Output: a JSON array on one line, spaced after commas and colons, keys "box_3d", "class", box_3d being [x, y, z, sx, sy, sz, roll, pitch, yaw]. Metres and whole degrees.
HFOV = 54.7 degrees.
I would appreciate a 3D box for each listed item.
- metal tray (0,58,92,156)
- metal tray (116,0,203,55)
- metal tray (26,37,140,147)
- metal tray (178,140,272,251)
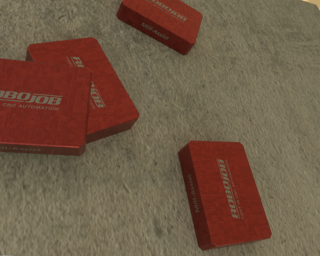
[{"box_3d": [-0.139, -0.022, 0.313, 0.131, 0.030, 0.090, 4, 67, -11], "class": "metal tray"}, {"box_3d": [0.003, -0.188, 0.519, 0.131, 0.030, 0.090, 26, 52, -12], "class": "metal tray"}, {"box_3d": [-0.095, -0.048, 0.380, 0.091, 0.030, 0.130, -20, 73, -36], "class": "metal tray"}, {"box_3d": [0.081, 0.081, 0.396, 0.091, 0.030, 0.130, 3, 60, -27], "class": "metal tray"}]
